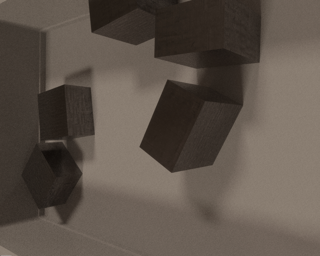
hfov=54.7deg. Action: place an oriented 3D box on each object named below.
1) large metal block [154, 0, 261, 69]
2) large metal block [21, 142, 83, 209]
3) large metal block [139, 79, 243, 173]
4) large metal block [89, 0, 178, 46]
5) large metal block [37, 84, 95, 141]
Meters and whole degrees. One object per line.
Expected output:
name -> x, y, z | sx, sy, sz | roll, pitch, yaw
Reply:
large metal block -> 0.051, -0.097, 0.327 | 0.080, 0.081, 0.050 | 3, 92, 39
large metal block -> -0.192, 0.082, 0.545 | 0.080, 0.050, 0.080 | 49, 118, 28
large metal block -> 0.035, -0.002, 0.340 | 0.050, 0.081, 0.079 | 36, 112, 34
large metal block -> -0.032, -0.150, 0.396 | 0.080, 0.081, 0.050 | -11, 84, 39
large metal block -> -0.158, -0.023, 0.518 | 0.080, 0.050, 0.080 | -9, 84, 39
